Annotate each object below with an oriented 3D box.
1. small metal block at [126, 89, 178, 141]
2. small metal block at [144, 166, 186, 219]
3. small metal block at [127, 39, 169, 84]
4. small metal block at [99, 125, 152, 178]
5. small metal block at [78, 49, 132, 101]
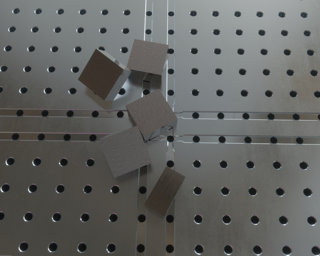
[{"bbox_3d":[-0.011,-0.017,0.418,0.050,0.025,0.050,-28,72,-10],"label":"small metal block"},{"bbox_3d":[0.006,0.078,0.370,0.025,0.050,0.050,28,73,10],"label":"small metal block"},{"bbox_3d":[-0.017,-0.096,0.447,0.050,0.025,0.050,11,70,4],"label":"small metal block"},{"bbox_3d":[-0.043,0.028,0.391,0.050,0.025,0.050,-22,97,-6],"label":"small metal block"},{"bbox_3d":[-0.076,-0.072,0.426,0.050,0.025,0.050,38,106,13],"label":"small metal block"}]
